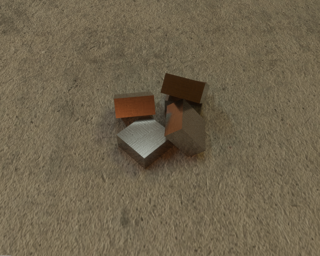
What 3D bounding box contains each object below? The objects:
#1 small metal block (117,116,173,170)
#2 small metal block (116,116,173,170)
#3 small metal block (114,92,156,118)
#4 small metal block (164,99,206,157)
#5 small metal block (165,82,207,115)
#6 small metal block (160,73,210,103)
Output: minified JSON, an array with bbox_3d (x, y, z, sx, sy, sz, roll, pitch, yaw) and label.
[{"bbox_3d":[-0.018,0.016,0.391,0.050,0.025,0.050,38,59,27],"label":"small metal block"},{"bbox_3d":[-0.018,0.016,0.391,0.050,0.025,0.050,37,59,27],"label":"small metal block"},{"bbox_3d":[-0.034,-0.032,0.415,0.050,0.025,0.050,-6,13,-6],"label":"small metal block"},{"bbox_3d":[0.032,0.000,0.386,0.025,0.050,0.050,-24,41,31],"label":"small metal block"},{"bbox_3d":[0.037,-0.044,0.442,0.050,0.025,0.050,11,51,8],"label":"small metal block"},{"bbox_3d":[0.034,-0.050,0.397,0.050,0.025,0.050,17,9,13],"label":"small metal block"}]
